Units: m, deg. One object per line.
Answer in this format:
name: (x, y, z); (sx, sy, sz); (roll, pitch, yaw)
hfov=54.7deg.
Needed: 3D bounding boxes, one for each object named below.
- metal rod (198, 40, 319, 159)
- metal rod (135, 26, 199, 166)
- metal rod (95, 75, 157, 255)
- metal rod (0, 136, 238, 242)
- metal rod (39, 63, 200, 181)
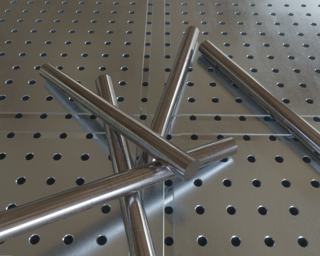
metal rod: (0.154, -0.039, 0.442); (0.025, 0.025, 0.300); (-25, 55, -20)
metal rod: (0.020, -0.060, 0.457); (0.025, 0.025, 0.300); (12, 51, 9)
metal rod: (-0.046, 0.040, 0.372); (0.025, 0.025, 0.300); (-11, 51, -10)
metal rod: (-0.040, 0.059, 0.321); (0.303, 0.025, 0.025); (-16, 51, -27)
metal rod: (-0.072, -0.023, 0.394); (0.025, 0.025, 0.300); (-37, 50, -27)
